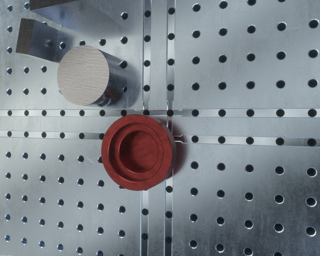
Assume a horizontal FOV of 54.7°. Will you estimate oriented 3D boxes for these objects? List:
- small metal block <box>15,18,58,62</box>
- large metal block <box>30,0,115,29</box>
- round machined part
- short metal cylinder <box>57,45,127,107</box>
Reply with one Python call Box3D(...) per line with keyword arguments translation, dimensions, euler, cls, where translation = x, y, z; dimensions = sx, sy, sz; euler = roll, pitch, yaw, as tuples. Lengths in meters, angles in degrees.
Box3D(translation=(-0.183, -0.131, 0.464), dimensions=(0.025, 0.050, 0.050), euler=(13, 94, 19), cls="small metal block")
Box3D(translation=(-0.118, -0.179, 0.425), dimensions=(0.080, 0.080, 0.050), euler=(-3, 89, 20), cls="large metal block")
Box3D(translation=(-0.025, 0.031, 0.412), dimensions=(0.098, 0.042, 0.097), euler=(0, 90, 20), cls="round machined part")
Box3D(translation=(-0.094, -0.070, 0.433), dimensions=(0.080, 0.050, 0.080), euler=(0, 90, 20), cls="short metal cylinder")
